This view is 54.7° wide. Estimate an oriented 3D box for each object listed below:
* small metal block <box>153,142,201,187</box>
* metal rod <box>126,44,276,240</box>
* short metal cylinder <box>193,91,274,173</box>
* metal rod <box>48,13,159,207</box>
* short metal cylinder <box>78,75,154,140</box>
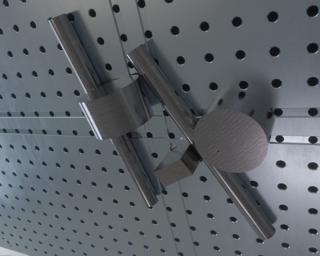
[{"bbox_3d":[0.026,0.046,0.410,0.050,0.050,0.025,-32,101,38],"label":"small metal block"},{"bbox_3d":[0.058,0.025,0.396,0.025,0.025,0.299,-29,103,37],"label":"metal rod"},{"bbox_3d":[0.085,0.004,0.353,0.080,0.050,0.079,13,124,21],"label":"short metal cylinder"},{"bbox_3d":[-0.072,-0.012,0.441,0.025,0.025,0.299,-12,113,33],"label":"metal rod"},{"bbox_3d":[-0.054,-0.027,0.387,0.080,0.080,0.050,-9,114,32],"label":"short metal cylinder"}]
